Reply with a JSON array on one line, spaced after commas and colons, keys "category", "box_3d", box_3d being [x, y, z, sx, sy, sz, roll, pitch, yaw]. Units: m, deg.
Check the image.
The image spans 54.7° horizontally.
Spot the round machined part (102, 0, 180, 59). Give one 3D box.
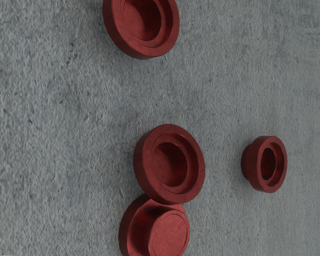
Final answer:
[{"category": "round machined part", "box_3d": [-0.026, -0.131, 0.371, 0.099, 0.042, 0.097, 0, 90, -40]}]

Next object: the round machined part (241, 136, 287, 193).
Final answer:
[{"category": "round machined part", "box_3d": [0.179, 0.062, 0.544, 0.099, 0.042, 0.097, 0, 90, -40]}]

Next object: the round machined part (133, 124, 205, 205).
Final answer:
[{"category": "round machined part", "box_3d": [0.007, 0.047, 0.388, 0.099, 0.042, 0.098, 16, 64, -34]}]

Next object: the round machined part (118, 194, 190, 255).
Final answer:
[{"category": "round machined part", "box_3d": [0.000, 0.134, 0.394, 0.099, 0.042, 0.097, 0, 90, -40]}]
